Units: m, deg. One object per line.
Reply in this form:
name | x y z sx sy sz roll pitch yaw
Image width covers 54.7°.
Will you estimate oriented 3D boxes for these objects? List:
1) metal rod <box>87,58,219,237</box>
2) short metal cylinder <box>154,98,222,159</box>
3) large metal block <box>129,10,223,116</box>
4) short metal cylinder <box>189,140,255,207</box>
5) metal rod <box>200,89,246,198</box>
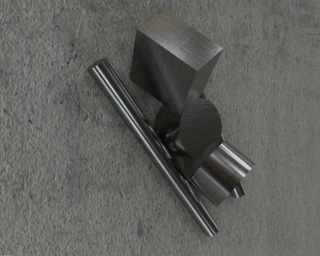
metal rod | 0.004 0.042 0.408 0.025 0.025 0.299 -48 119 -29
short metal cylinder | 0.039 0.001 0.422 0.081 0.050 0.080 0 90 -40
large metal block | 0.015 -0.074 0.362 0.080 0.080 0.050 38 58 13
short metal cylinder | 0.087 0.064 0.435 0.050 0.080 0.080 41 55 15
metal rod | 0.069 -0.018 0.463 0.025 0.025 0.299 -40 114 -33
